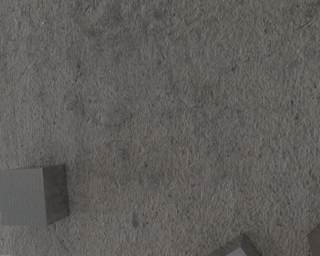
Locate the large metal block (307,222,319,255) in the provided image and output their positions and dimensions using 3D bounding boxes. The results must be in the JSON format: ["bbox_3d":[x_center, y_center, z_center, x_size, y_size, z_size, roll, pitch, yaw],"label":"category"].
[{"bbox_3d":[0.199,0.110,0.309,0.050,0.080,0.080,39,102,16],"label":"large metal block"}]

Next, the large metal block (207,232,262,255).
[{"bbox_3d":[0.090,0.185,0.364,0.080,0.050,0.080,-39,78,15],"label":"large metal block"}]

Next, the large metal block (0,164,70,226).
[{"bbox_3d":[-0.187,0.098,0.462,0.080,0.050,0.080,-6,88,20],"label":"large metal block"}]
